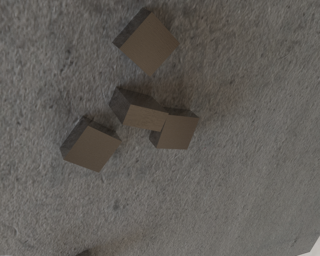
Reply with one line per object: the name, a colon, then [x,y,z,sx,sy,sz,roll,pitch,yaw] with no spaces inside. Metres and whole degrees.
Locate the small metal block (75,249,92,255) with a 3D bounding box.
small metal block: [-0.124,0.223,0.478,0.050,0.025,0.050,-23,127,-15]

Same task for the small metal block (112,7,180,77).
small metal block: [-0.015,-0.094,0.342,0.050,0.025,0.050,-48,129,5]

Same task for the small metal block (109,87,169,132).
small metal block: [-0.026,-0.022,0.364,0.050,0.050,0.025,11,113,-34]

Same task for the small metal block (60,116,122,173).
small metal block: [-0.084,0.021,0.375,0.050,0.025,0.050,30,102,-38]

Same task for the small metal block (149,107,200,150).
small metal block: [0.019,0.001,0.419,0.050,0.025,0.050,5,116,-31]
